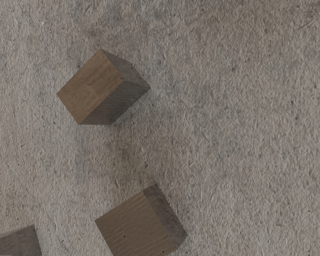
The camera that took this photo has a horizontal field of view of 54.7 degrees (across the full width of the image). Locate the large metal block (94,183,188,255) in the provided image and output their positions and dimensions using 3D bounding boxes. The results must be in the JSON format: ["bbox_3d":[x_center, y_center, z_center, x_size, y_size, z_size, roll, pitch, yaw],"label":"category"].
[{"bbox_3d":[-0.024,0.131,0.404,0.080,0.050,0.080,-35,79,16],"label":"large metal block"}]

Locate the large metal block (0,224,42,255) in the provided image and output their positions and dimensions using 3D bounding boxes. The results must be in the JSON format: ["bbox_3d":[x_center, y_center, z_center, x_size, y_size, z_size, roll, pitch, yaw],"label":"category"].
[{"bbox_3d":[-0.243,0.190,0.465,0.080,0.080,0.050,-20,84,19],"label":"large metal block"}]

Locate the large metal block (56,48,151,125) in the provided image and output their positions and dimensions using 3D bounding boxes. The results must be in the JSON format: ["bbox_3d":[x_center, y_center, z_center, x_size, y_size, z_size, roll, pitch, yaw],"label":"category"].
[{"bbox_3d":[-0.070,-0.049,0.405,0.080,0.080,0.050,-42,77,15],"label":"large metal block"}]
